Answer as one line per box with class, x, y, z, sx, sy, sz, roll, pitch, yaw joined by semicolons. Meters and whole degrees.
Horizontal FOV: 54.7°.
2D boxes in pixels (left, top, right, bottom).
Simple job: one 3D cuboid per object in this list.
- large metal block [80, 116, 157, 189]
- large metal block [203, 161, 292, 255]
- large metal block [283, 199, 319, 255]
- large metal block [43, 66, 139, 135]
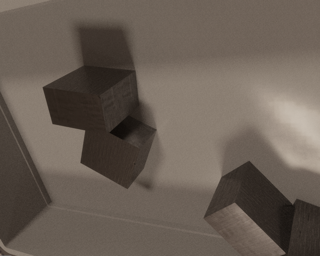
large metal block;-0.060;0.027;0.439;0.080;0.050;0.079;27;128;11
large metal block;0.110;0.101;0.377;0.080;0.080;0.050;45;129;-3
large metal block;0.186;0.142;0.358;0.080;0.080;0.050;19;134;16
large metal block;-0.083;-0.039;0.391;0.080;0.080;0.050;10;123;22
